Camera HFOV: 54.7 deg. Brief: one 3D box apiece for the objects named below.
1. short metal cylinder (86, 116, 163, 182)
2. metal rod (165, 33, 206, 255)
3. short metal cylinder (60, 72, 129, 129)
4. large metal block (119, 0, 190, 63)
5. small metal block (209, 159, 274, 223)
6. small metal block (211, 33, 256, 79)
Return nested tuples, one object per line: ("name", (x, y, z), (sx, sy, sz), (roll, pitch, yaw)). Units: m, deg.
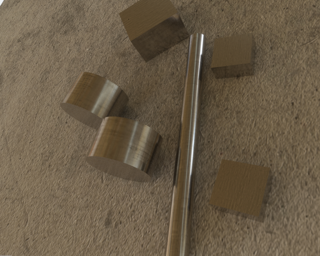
("short metal cylinder", (-0.042, 0.028, 0.374), (0.080, 0.080, 0.050), (3, 64, 29))
("metal rod", (0.036, 0.001, 0.384), (0.025, 0.025, 0.300), (-6, 59, 25))
("short metal cylinder", (-0.091, -0.035, 0.438), (0.080, 0.080, 0.050), (12, 68, 33))
("large metal block", (-0.010, -0.165, 0.495), (0.080, 0.050, 0.080), (-29, 52, 9))
("small metal block", (0.085, 0.064, 0.320), (0.050, 0.025, 0.050), (8, 66, 31))
("small metal block", (0.098, -0.095, 0.411), (0.050, 0.025, 0.050), (-2, 61, 27))
